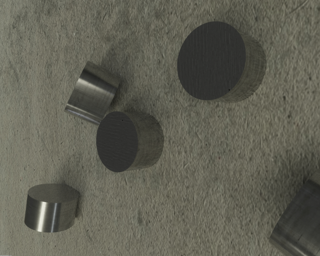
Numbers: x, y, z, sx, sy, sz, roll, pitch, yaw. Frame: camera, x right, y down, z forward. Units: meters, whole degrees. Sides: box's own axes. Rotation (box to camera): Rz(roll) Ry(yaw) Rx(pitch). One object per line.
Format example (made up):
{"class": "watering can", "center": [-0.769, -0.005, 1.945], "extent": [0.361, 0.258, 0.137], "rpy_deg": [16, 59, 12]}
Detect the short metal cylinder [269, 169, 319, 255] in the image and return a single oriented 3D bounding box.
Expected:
{"class": "short metal cylinder", "center": [0.136, 0.080, 0.257], "extent": [0.050, 0.081, 0.079], "rpy_deg": [36, 112, 34]}

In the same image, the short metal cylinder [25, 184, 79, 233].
{"class": "short metal cylinder", "center": [-0.181, 0.132, 0.519], "extent": [0.080, 0.081, 0.050], "rpy_deg": [18, 101, 38]}

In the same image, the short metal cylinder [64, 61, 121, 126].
{"class": "short metal cylinder", "center": [-0.096, -0.049, 0.442], "extent": [0.080, 0.050, 0.080], "rpy_deg": [-56, 18, 29]}

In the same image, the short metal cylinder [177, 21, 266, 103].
{"class": "short metal cylinder", "center": [0.066, -0.068, 0.334], "extent": [0.080, 0.050, 0.080], "rpy_deg": [0, 90, 40]}

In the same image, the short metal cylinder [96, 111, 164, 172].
{"class": "short metal cylinder", "center": [-0.042, 0.018, 0.423], "extent": [0.080, 0.050, 0.080], "rpy_deg": [0, 90, 40]}
